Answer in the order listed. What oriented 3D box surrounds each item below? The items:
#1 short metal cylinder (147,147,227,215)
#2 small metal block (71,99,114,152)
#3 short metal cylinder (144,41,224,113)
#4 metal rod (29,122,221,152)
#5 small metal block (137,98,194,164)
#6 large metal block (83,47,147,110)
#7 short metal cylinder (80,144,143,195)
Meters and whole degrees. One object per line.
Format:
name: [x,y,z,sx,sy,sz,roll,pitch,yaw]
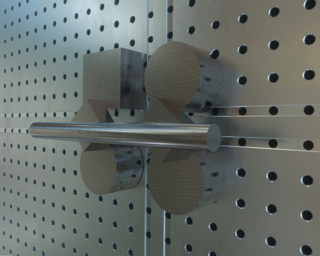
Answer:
short metal cylinder: [0.032,0.057,0.367,0.080,0.050,0.080,0,90,40]
small metal block: [-0.091,-0.004,0.420,0.050,0.025,0.050,-47,62,29]
short metal cylinder: [0.028,-0.058,0.370,0.080,0.050,0.080,0,90,40]
metal rod: [-0.068,0.006,0.367,0.300,0.025,0.025,1,91,40]
small metal block: [0.007,0.003,0.339,0.050,0.025,0.050,48,118,29]
large metal block: [-0.066,-0.066,0.447,0.080,0.050,0.079,2,91,40]
short metal cylinder: [-0.071,0.053,0.451,0.080,0.050,0.080,0,90,40]
